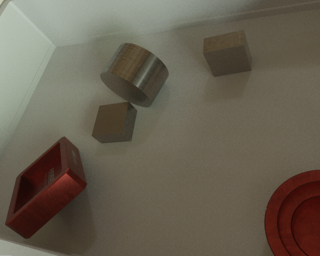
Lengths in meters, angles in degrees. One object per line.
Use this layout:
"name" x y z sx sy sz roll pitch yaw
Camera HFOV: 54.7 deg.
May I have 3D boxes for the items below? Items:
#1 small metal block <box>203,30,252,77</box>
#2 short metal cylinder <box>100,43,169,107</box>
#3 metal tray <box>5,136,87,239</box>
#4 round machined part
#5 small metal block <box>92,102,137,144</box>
"small metal block" 0.088 -0.095 0.401 0.050 0.050 0.025 -7 59 24
"short metal cylinder" -0.035 -0.072 0.432 0.080 0.080 0.050 19 72 35
"metal tray" -0.144 0.068 0.396 0.090 0.030 0.130 -42 24 -4
"round machined part" 0.144 0.089 0.265 0.098 0.042 0.098 -13 56 20
"small metal block" -0.064 -0.007 0.442 0.050 0.025 0.050 -6 59 25
